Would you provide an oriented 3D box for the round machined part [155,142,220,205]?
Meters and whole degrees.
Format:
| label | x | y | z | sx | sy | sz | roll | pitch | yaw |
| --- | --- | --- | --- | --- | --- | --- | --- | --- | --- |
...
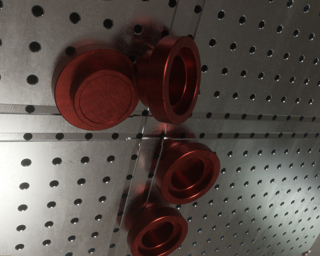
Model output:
| label | x | y | z | sx | sy | sz | roll | pitch | yaw |
| --- | --- | --- | --- | --- | --- | --- | --- | --- | --- |
| round machined part | 0.037 | 0.063 | 0.461 | 0.099 | 0.042 | 0.097 | -14 | 124 | -21 |

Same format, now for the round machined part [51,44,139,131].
| label | x | y | z | sx | sy | sz | roll | pitch | yaw |
| --- | --- | --- | --- | --- | --- | --- | --- | --- | --- |
| round machined part | -0.065 | -0.039 | 0.342 | 0.099 | 0.042 | 0.097 | -14 | 125 | -21 |

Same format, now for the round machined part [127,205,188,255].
| label | x | y | z | sx | sy | sz | roll | pitch | yaw |
| --- | --- | --- | --- | --- | --- | --- | --- | --- | --- |
| round machined part | -0.007 | 0.165 | 0.500 | 0.099 | 0.042 | 0.097 | -14 | 125 | -21 |

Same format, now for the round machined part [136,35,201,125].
| label | x | y | z | sx | sy | sz | roll | pitch | yaw |
| --- | --- | --- | --- | --- | --- | --- | --- | --- | --- |
| round machined part | 0.009 | -0.055 | 0.352 | 0.099 | 0.042 | 0.097 | -31 | 125 | -56 |
